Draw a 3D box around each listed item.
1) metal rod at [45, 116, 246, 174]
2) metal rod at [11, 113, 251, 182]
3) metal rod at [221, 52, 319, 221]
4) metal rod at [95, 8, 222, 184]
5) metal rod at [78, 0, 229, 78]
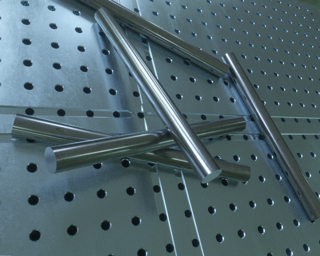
[{"bbox_3d":[0.012,0.011,0.380,0.302,0.025,0.025,-9,66,-42],"label":"metal rod"},{"bbox_3d":[-0.017,0.030,0.381,0.302,0.025,0.025,14,56,-21],"label":"metal rod"},{"bbox_3d":[0.177,0.002,0.505,0.025,0.025,0.299,-11,67,-33],"label":"metal rod"},{"bbox_3d":[-0.016,-0.060,0.396,0.025,0.025,0.299,-11,55,-33],"label":"metal rod"},{"bbox_3d":[-0.022,-0.159,0.495,0.301,0.025,0.025,26,53,-13],"label":"metal rod"}]
